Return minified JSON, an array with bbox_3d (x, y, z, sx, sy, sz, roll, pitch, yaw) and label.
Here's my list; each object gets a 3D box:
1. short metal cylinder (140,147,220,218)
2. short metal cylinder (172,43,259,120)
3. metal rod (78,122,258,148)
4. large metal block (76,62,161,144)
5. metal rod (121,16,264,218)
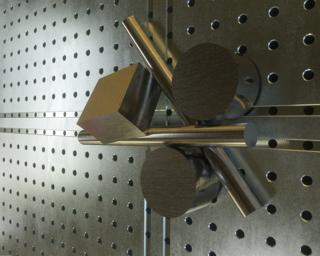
[{"bbox_3d":[0.023,0.061,0.369,0.080,0.050,0.079,0,90,40],"label":"short metal cylinder"},{"bbox_3d":[0.060,-0.048,0.339,0.080,0.050,0.079,0,90,40],"label":"short metal cylinder"},{"bbox_3d":[-0.019,0.011,0.398,0.300,0.025,0.025,-2,89,46],"label":"metal rod"},{"bbox_3d":[-0.052,-0.030,0.407,0.080,0.050,0.080,-13,47,39],"label":"large metal block"},{"bbox_3d":[0.027,-0.030,0.382,0.025,0.025,0.299,-45,63,30],"label":"metal rod"}]
